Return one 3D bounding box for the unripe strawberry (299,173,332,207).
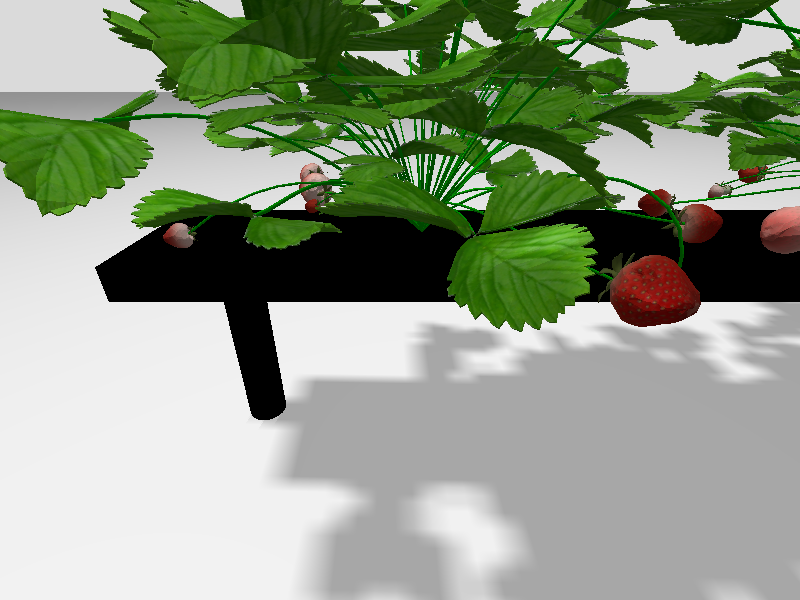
[{"bbox_3d":[-0.093,-0.120,0.433,0.038,0.037,0.035,20,35,32],"label":"unripe strawberry"}]

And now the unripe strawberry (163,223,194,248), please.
[{"bbox_3d":[-0.181,-0.051,0.326,0.022,0.021,0.020,-14,31,-5],"label":"unripe strawberry"}]

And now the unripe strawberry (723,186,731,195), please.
[{"bbox_3d":[0.383,-0.129,0.473,0.013,0.011,0.013,-19,23,-30],"label":"unripe strawberry"}]

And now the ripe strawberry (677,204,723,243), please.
[{"bbox_3d":[0.254,-0.065,0.339,0.033,0.033,0.031,3,29,5],"label":"ripe strawberry"}]

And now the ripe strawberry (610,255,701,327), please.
[{"bbox_3d":[0.138,-0.003,0.217,0.044,0.039,0.040,-20,35,-31],"label":"ripe strawberry"}]

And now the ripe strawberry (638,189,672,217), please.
[{"bbox_3d":[0.255,-0.098,0.403,0.028,0.027,0.026,6,30,12],"label":"ripe strawberry"}]

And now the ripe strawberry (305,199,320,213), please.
[{"bbox_3d":[-0.090,-0.096,0.411,0.016,0.013,0.016,0,26,30],"label":"ripe strawberry"}]

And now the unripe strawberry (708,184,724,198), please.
[{"bbox_3d":[0.361,-0.123,0.458,0.017,0.017,0.015,-26,56,-38],"label":"unripe strawberry"}]

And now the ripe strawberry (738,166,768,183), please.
[{"bbox_3d":[0.460,-0.167,0.525,0.029,0.025,0.029,-1,21,-3],"label":"ripe strawberry"}]

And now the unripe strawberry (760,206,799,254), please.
[{"bbox_3d":[0.302,-0.055,0.315,0.039,0.038,0.036,-8,30,-14],"label":"unripe strawberry"}]
